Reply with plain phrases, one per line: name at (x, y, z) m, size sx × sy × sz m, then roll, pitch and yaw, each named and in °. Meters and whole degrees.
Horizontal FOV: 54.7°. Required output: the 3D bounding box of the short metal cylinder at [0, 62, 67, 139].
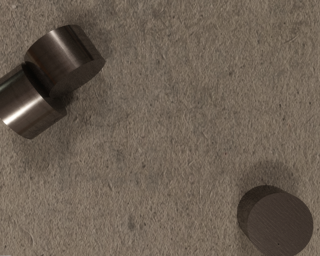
short metal cylinder at (-0.161, -0.033, 0.380) m, size 0.050 × 0.080 × 0.080 m, roll -36°, pitch 90°, yaw 0°

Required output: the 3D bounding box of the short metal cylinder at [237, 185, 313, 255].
short metal cylinder at (0.146, 0.118, 0.400) m, size 0.081 × 0.050 × 0.079 m, roll 0°, pitch 90°, yaw -1°

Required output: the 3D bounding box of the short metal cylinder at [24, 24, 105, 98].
short metal cylinder at (-0.115, -0.081, 0.381) m, size 0.080 × 0.080 × 0.050 m, roll -36°, pitch 90°, yaw 0°
